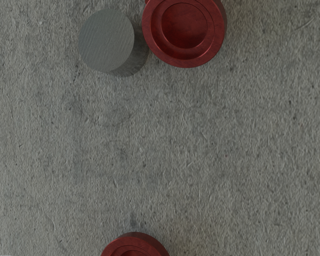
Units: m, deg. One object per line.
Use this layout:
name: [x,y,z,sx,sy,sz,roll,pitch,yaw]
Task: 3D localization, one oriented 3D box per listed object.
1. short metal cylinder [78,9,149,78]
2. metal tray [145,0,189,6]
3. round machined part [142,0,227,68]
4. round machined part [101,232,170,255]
short metal cylinder: [-0.061,-0.111,0.416,0.080,0.050,0.079,0,90,19]
metal tray: [0.032,-0.216,0.394,0.090,0.030,0.129,5,92,19]
round machined part: [0.031,-0.125,0.371,0.098,0.042,0.097,12,132,13]
round machined part: [-0.028,0.186,0.409,0.098,0.042,0.097,0,90,19]
